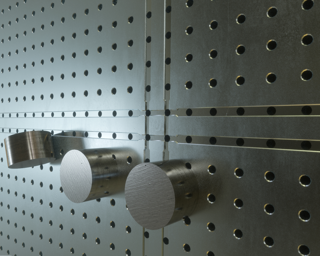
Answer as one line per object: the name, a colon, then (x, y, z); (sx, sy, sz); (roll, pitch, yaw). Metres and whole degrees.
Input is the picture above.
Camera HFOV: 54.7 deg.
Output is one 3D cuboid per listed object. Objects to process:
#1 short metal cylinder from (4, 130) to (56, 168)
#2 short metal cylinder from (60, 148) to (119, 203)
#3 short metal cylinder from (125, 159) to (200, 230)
short metal cylinder: (-0.237, 0.040, 0.565); (0.080, 0.081, 0.050); (-23, 76, 37)
short metal cylinder: (-0.111, 0.072, 0.482); (0.080, 0.050, 0.079); (0, 90, 39)
short metal cylinder: (0.002, 0.081, 0.390); (0.080, 0.050, 0.079); (0, 90, 39)
